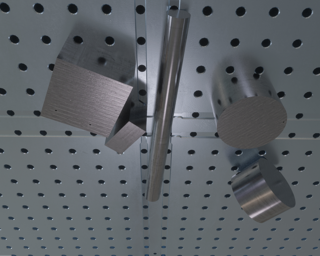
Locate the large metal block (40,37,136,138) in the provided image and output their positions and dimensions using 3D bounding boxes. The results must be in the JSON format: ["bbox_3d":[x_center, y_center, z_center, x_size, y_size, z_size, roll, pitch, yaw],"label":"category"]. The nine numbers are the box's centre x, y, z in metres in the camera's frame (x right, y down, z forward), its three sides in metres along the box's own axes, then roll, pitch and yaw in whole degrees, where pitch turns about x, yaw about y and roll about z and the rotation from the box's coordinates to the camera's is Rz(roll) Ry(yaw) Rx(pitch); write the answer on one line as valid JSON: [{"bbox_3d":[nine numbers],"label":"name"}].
[{"bbox_3d":[-0.082,-0.045,0.357,0.080,0.050,0.079,20,127,-16],"label":"large metal block"}]

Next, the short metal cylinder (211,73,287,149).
[{"bbox_3d":[0.107,-0.020,0.379,0.081,0.050,0.079,0,130,0],"label":"short metal cylinder"}]

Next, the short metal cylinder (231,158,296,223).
[{"bbox_3d":[0.151,0.091,0.455,0.080,0.080,0.050,34,122,-25],"label":"short metal cylinder"}]

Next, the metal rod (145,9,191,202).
[{"bbox_3d":[0.003,-0.003,0.409,0.025,0.025,0.298,4,130,-4],"label":"metal rod"}]

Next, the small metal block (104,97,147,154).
[{"bbox_3d":[-0.042,-0.003,0.392,0.025,0.050,0.050,33,123,-25],"label":"small metal block"}]
